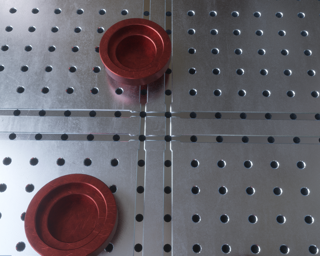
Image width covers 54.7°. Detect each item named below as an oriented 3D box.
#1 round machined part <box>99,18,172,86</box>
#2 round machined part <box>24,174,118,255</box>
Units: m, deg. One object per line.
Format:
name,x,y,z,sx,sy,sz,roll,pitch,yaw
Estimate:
round machined part,-0.033,-0.103,0.440,0.099,0.042,0.098,0,70,-1
round machined part,-0.097,0.105,0.355,0.099,0.042,0.098,2,55,-2
